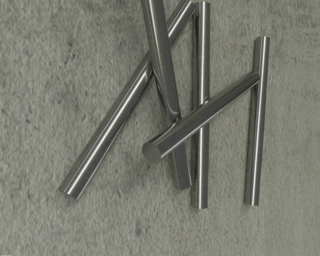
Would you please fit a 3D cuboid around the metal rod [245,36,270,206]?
[{"bbox_3d":[0.174,-0.014,0.554,0.025,0.025,0.298,8,85,-40],"label":"metal rod"}]

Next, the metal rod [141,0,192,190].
[{"bbox_3d":[0.007,-0.057,0.382,0.025,0.025,0.298,-27,117,-37],"label":"metal rod"}]

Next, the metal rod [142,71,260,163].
[{"bbox_3d":[0.077,-0.031,0.437,0.302,0.025,0.025,-34,112,-46],"label":"metal rod"}]

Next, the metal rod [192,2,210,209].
[{"bbox_3d":[0.061,-0.033,0.457,0.025,0.025,0.298,1,90,-40],"label":"metal rod"}]

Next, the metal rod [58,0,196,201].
[{"bbox_3d":[-0.029,-0.051,0.382,0.025,0.025,0.300,44,64,-32],"label":"metal rod"}]
